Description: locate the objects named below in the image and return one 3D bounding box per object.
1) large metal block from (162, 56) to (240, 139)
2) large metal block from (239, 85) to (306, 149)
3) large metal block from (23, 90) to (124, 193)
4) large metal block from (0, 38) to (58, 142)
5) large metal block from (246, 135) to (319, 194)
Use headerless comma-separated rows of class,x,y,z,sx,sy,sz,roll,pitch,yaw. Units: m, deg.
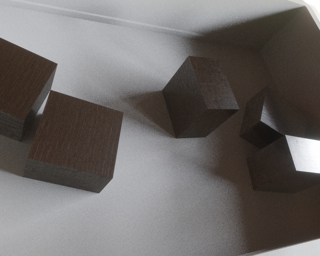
large metal block,0.052,-0.039,0.424,0.050,0.080,0.080,-1,63,-29
large metal block,0.181,-0.007,0.494,0.080,0.050,0.080,31,52,-9
large metal block,-0.090,0.016,0.332,0.081,0.050,0.080,17,55,-19
large metal block,-0.167,-0.043,0.327,0.080,0.050,0.080,24,53,-14
large metal block,0.185,0.055,0.439,0.081,0.080,0.050,9,58,-24
